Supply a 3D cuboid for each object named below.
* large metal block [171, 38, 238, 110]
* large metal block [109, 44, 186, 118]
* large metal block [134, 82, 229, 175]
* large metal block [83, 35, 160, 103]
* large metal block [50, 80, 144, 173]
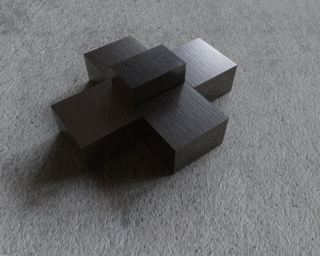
[{"bbox_3d":[0.051,-0.079,0.454,0.081,0.050,0.080,-30,56,-23],"label":"large metal block"},{"bbox_3d":[-0.015,-0.053,0.413,0.081,0.080,0.050,-30,56,-23],"label":"large metal block"},{"bbox_3d":[0.025,-0.002,0.390,0.081,0.050,0.080,-30,56,-23],"label":"large metal block"},{"bbox_3d":[-0.053,-0.083,0.457,0.081,0.050,0.080,-30,56,-23],"label":"large metal block"},{"bbox_3d":[-0.077,-0.005,0.390,0.081,0.050,0.080,-30,56,-23],"label":"large metal block"}]
